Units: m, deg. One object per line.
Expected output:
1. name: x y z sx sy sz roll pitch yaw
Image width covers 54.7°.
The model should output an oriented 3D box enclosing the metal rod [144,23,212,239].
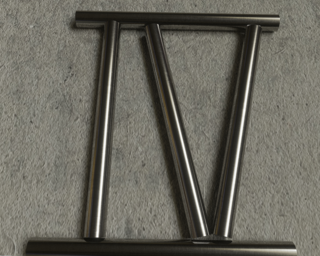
1. metal rod: 0.018 -0.010 0.412 0.025 0.025 0.299 -11 70 -4

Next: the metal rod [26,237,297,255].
1. metal rod: 0.002 0.141 0.357 0.302 0.025 0.025 1 70 0

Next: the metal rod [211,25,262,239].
1. metal rod: 0.106 -0.010 0.413 0.025 0.025 0.299 13 70 4

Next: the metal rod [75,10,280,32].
1. metal rod: 0.026 -0.162 0.469 0.302 0.025 0.025 1 70 0

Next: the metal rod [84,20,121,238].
1. metal rod: -0.073 -0.013 0.412 0.025 0.025 0.299 1 70 0
